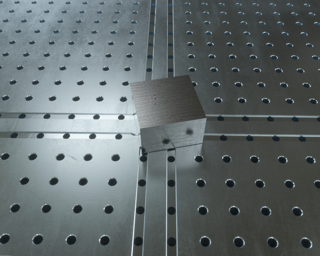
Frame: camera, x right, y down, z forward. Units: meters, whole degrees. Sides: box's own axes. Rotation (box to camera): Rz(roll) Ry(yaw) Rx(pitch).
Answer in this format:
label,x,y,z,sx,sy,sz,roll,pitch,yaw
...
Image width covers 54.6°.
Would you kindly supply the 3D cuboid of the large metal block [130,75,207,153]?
label,x,y,z,sx,sy,sz,roll,pitch,yaw
large metal block,0.008,-0.020,0.407,0.080,0.050,0.080,-9,51,-8
